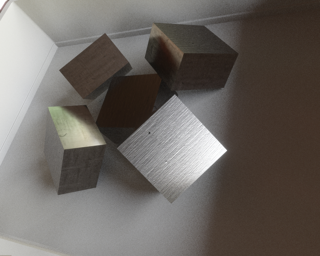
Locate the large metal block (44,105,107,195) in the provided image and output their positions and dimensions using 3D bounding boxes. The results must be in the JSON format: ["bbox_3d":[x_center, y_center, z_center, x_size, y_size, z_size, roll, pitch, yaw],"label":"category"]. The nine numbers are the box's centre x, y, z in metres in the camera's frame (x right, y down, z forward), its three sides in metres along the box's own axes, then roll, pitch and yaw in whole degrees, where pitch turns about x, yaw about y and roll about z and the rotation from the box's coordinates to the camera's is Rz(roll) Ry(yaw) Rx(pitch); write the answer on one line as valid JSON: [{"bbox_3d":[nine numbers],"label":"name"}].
[{"bbox_3d":[-0.114,0.027,0.405,0.080,0.050,0.079,55,138,39],"label":"large metal block"}]

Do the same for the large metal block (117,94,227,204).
[{"bbox_3d":[0.011,0.021,0.341,0.080,0.050,0.080,-43,96,-3],"label":"large metal block"}]

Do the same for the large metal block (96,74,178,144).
[{"bbox_3d":[-0.030,-0.024,0.417,0.080,0.050,0.080,1,62,28],"label":"large metal block"}]

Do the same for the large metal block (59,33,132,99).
[{"bbox_3d":[-0.090,-0.087,0.459,0.080,0.080,0.050,-39,94,2],"label":"large metal block"}]

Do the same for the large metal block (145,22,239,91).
[{"bbox_3d":[0.038,-0.093,0.398,0.081,0.050,0.080,-7,43,-29],"label":"large metal block"}]
